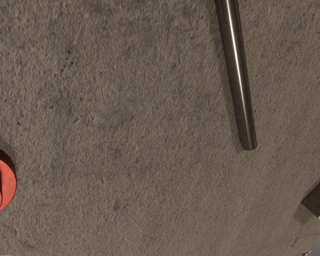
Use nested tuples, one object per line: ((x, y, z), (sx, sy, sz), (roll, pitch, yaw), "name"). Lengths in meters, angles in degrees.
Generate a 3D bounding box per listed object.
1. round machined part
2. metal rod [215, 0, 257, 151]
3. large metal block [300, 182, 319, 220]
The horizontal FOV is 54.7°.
((-0.204, 0.065, 0.325), (0.099, 0.042, 0.097), (-14, 125, -21), "round machined part")
((0.103, -0.081, 0.414), (0.025, 0.025, 0.299), (-29, 129, -10), "metal rod")
((0.383, 0.171, 0.710), (0.080, 0.050, 0.080), (-49, 129, 6), "large metal block")
